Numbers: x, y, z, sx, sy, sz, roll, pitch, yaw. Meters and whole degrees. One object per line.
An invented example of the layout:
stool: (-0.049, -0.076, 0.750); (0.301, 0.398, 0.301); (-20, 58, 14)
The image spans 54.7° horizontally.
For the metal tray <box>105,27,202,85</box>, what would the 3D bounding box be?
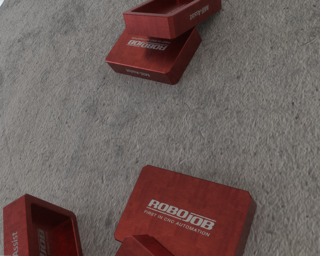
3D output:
metal tray: (-0.012, -0.122, 0.482); (0.130, 0.030, 0.090); (19, 71, 35)

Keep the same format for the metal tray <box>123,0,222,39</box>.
metal tray: (0.021, -0.175, 0.461); (0.090, 0.030, 0.131); (19, 45, 35)

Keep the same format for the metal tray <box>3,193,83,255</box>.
metal tray: (-0.122, 0.145, 0.337); (0.030, 0.090, 0.130); (-31, 52, 8)

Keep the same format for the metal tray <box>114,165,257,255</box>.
metal tray: (0.025, 0.098, 0.328); (0.130, 0.030, 0.090); (10, 67, 32)

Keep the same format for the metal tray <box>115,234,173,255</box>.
metal tray: (-0.022, 0.177, 0.281); (0.090, 0.030, 0.130); (30, 91, 33)
